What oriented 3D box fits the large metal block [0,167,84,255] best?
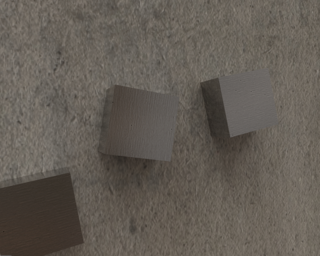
[{"bbox_3d":[-0.136,0.094,0.346,0.081,0.050,0.079,-11,94,-20],"label":"large metal block"}]

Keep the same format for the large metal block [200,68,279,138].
[{"bbox_3d":[0.112,-0.035,0.439,0.081,0.050,0.080,-14,95,-20],"label":"large metal block"}]

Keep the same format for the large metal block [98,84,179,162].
[{"bbox_3d":[-0.028,-0.005,0.386,0.081,0.050,0.080,9,87,-20],"label":"large metal block"}]
